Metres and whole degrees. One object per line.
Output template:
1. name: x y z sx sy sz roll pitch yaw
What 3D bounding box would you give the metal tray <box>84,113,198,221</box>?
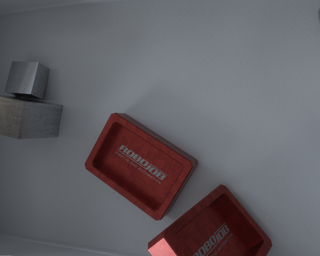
1. metal tray: -0.027 0.049 0.416 0.130 0.030 0.090 32 100 16

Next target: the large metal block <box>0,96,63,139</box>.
1. large metal block: -0.204 -0.018 0.451 0.080 0.080 0.050 11 94 19

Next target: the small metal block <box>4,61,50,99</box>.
1. small metal block: -0.204 -0.074 0.475 0.050 0.025 0.050 6 80 19

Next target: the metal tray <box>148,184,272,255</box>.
1. metal tray: 0.059 0.124 0.330 0.090 0.131 0.030 51 127 15
